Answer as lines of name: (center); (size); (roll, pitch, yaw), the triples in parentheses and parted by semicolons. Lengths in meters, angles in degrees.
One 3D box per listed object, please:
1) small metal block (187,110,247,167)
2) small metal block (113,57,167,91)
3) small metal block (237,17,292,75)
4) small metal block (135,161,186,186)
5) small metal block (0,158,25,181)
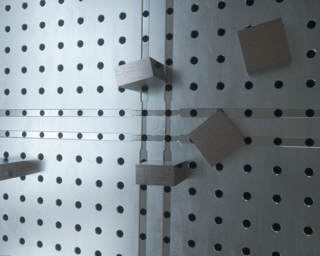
small metal block: (0.072, 0.013, 0.387); (0.050, 0.025, 0.050); (-39, 78, 15)
small metal block: (-0.025, -0.070, 0.407); (0.050, 0.050, 0.025); (-12, 86, 19)
small metal block: (0.124, -0.096, 0.369); (0.050, 0.025, 0.050); (-13, 86, 19)
small metal block: (0.002, 0.057, 0.398); (0.050, 0.050, 0.025); (-1, 90, 19)
small metal block: (-0.251, 0.063, 0.486); (0.050, 0.050, 0.025); (4, 92, 19)
